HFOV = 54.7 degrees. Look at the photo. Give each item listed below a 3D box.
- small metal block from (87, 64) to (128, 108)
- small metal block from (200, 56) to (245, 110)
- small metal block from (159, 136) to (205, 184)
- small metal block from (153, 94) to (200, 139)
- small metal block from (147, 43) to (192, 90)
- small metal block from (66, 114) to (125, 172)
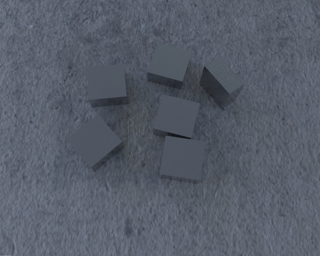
[{"bbox_3d":[-0.072,-0.058,0.429,0.050,0.025,0.050,-6,70,-3],"label":"small metal block"},{"bbox_3d":[0.082,-0.060,0.418,0.025,0.050,0.050,-34,74,-12],"label":"small metal block"},{"bbox_3d":[0.028,0.041,0.394,0.050,0.025,0.050,8,70,2],"label":"small metal block"},{"bbox_3d":[0.022,-0.012,0.413,0.050,0.025,0.050,14,71,5],"label":"small metal block"},{"bbox_3d":[0.014,-0.088,0.440,0.050,0.025,0.050,16,71,5],"label":"small metal block"},{"bbox_3d":[-0.083,0.019,0.400,0.050,0.025,0.050,-41,75,-14],"label":"small metal block"}]
